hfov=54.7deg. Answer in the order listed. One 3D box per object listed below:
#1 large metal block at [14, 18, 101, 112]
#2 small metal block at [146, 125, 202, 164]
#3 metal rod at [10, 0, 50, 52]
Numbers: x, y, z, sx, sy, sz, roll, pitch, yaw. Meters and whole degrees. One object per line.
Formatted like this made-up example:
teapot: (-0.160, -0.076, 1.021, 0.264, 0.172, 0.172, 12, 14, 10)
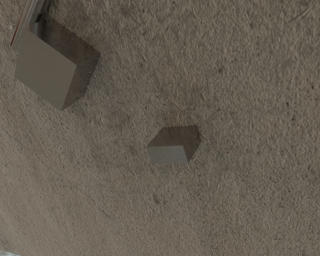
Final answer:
large metal block: (-0.137, -0.083, 0.409, 0.080, 0.050, 0.079, 36, 129, 3)
small metal block: (0.019, 0.021, 0.393, 0.050, 0.050, 0.025, -4, 116, 30)
metal rod: (-0.114, -0.196, 0.343, 0.025, 0.025, 0.299, 44, 129, -3)
